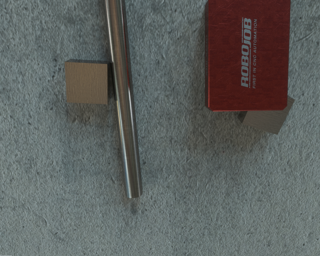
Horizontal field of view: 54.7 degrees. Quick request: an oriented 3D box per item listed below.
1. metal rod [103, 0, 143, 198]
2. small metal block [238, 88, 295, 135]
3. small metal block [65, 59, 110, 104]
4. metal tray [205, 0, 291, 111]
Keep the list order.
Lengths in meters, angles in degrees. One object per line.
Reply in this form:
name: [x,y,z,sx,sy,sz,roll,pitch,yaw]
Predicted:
metal rod: [-0.046,-0.046,0.392,0.025,0.025,0.298,-3,110,1]
small metal block: [0.137,-0.025,0.403,0.050,0.025,0.050,17,109,-7]
small metal block: [-0.089,-0.058,0.387,0.050,0.025,0.050,3,110,-2]
metal tray: [0.100,-0.085,0.362,0.091,0.030,0.129,-1,97,0]
